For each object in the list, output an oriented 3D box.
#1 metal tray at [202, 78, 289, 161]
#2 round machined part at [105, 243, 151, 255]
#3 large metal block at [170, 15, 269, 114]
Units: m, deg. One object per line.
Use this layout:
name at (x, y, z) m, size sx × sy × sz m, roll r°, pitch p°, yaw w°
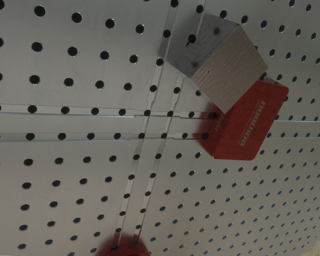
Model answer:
metal tray at (0.129, -0.013, 0.470) m, size 0.091 × 0.030 × 0.129 m, roll 6°, pitch 116°, yaw -31°
round machined part at (-0.056, 0.246, 0.522) m, size 0.099 × 0.042 × 0.097 m, roll -14°, pitch 124°, yaw -21°
large metal block at (0.075, -0.078, 0.388) m, size 0.080 × 0.050 × 0.080 m, roll -48°, pitch 129°, yaw 5°
